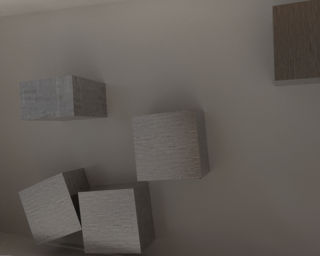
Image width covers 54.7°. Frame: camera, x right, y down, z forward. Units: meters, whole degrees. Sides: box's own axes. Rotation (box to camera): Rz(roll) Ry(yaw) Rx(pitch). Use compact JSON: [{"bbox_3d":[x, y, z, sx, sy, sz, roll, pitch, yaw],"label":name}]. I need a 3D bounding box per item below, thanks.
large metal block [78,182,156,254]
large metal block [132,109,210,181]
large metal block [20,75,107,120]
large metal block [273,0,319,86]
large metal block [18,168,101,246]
[{"bbox_3d":[-0.057,0.119,0.416,0.080,0.050,0.080,-8,88,19],"label":"large metal block"},{"bbox_3d":[0.015,0.022,0.391,0.080,0.050,0.080,-6,88,19],"label":"large metal block"},{"bbox_3d":[-0.129,-0.037,0.425,0.080,0.080,0.050,-4,89,19],"label":"large metal block"},{"bbox_3d":[0.167,-0.091,0.339,0.080,0.050,0.079,-2,90,19],"label":"large metal block"},{"bbox_3d":[-0.143,0.112,0.446,0.080,0.050,0.080,-24,82,18],"label":"large metal block"}]
